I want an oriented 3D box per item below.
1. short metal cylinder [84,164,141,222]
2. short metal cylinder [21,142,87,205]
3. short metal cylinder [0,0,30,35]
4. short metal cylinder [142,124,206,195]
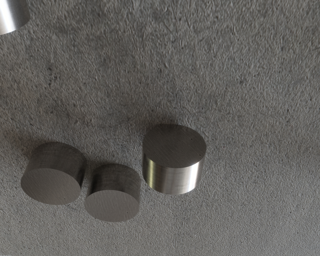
[{"bbox_3d":[-0.071,0.100,0.475,0.081,0.050,0.079,0,130,0],"label":"short metal cylinder"},{"bbox_3d":[-0.150,0.066,0.446,0.081,0.050,0.079,0,130,0],"label":"short metal cylinder"},{"bbox_3d":[-0.162,-0.117,0.270,0.081,0.080,0.050,0,130,0],"label":"short metal cylinder"},{"bbox_3d":[0.017,0.040,0.405,0.081,0.080,0.050,2,130,-2],"label":"short metal cylinder"}]
